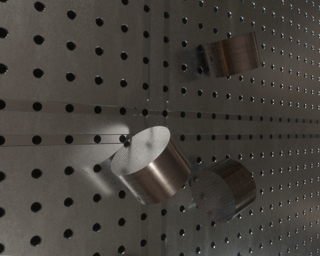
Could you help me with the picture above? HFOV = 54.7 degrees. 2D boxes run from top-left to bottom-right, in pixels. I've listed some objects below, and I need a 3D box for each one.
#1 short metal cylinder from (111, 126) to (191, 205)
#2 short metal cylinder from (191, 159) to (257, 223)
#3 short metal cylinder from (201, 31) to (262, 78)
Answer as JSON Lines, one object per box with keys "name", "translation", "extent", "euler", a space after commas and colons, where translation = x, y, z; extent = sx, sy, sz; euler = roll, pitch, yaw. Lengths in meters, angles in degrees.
{"name": "short metal cylinder", "translation": [-0.010, 0.043, 0.367], "extent": [0.080, 0.080, 0.050], "euler": [-50, 120, -29]}
{"name": "short metal cylinder", "translation": [0.092, 0.091, 0.453], "extent": [0.050, 0.080, 0.079], "euler": [-19, 102, -39]}
{"name": "short metal cylinder", "translation": [0.107, -0.110, 0.466], "extent": [0.081, 0.080, 0.050], "euler": [-26, 107, -37]}
